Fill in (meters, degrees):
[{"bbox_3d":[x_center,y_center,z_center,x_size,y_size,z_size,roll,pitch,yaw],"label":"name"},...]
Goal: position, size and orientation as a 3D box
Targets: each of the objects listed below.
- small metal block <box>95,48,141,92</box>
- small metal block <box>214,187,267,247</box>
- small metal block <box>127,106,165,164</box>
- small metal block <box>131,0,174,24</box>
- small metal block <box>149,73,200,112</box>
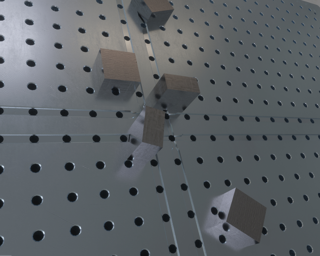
[{"bbox_3d":[-0.058,-0.078,0.424,0.050,0.025,0.050,2,61,-27],"label":"small metal block"},{"bbox_3d":[0.103,0.113,0.394,0.050,0.025,0.050,34,51,-6],"label":"small metal block"},{"bbox_3d":[-0.017,0.009,0.377,0.025,0.050,0.050,17,55,-19],"label":"small metal block"},{"bbox_3d":[-0.013,-0.209,0.528,0.050,0.025,0.050,-24,75,-36],"label":"small metal block"},{"bbox_3d":[0.020,-0.048,0.431,0.050,0.050,0.025,3,60,-27],"label":"small metal block"}]
